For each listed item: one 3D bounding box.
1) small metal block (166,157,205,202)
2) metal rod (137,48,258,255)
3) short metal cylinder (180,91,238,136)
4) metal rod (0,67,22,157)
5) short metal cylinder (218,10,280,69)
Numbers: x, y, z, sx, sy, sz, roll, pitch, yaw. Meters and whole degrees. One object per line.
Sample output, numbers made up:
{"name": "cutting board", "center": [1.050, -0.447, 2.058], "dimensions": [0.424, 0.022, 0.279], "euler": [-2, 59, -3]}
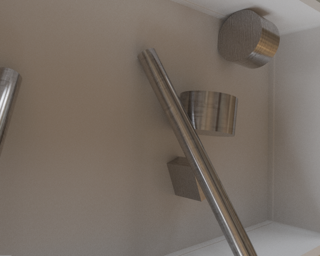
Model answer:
{"name": "small metal block", "center": [0.041, 0.069, 0.427], "dimensions": [0.025, 0.050, 0.050], "euler": [-26, 107, -37]}
{"name": "metal rod", "center": [0.047, 0.038, 0.378], "dimensions": [0.025, 0.025, 0.299], "euler": [-20, 81, -39]}
{"name": "short metal cylinder", "center": [0.065, -0.018, 0.427], "dimensions": [0.081, 0.080, 0.050], "euler": [11, 83, -40]}
{"name": "metal rod", "center": [-0.138, 0.076, 0.207], "dimensions": [0.025, 0.025, 0.299], "euler": [28, 46, -37]}
{"name": "short metal cylinder", "center": [0.139, -0.139, 0.490], "dimensions": [0.050, 0.080, 0.080], "euler": [7, 86, -40]}
